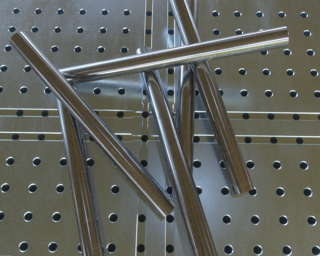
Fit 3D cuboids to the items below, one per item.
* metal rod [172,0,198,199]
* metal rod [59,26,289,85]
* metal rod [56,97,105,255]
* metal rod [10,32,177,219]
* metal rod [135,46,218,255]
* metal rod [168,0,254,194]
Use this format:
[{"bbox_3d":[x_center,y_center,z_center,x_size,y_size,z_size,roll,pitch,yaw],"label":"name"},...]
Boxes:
[{"bbox_3d":[0.037,-0.054,0.431,0.025,0.025,0.299,4,70,1],"label":"metal rod"},{"bbox_3d":[0.006,-0.090,0.405,0.301,0.025,0.025,-8,70,13],"label":"metal rod"},{"bbox_3d":[-0.095,0.083,0.380,0.025,0.025,0.299,-14,71,-5],"label":"metal rod"},{"bbox_3d":[-0.089,-0.009,0.394,0.025,0.025,0.300,-41,83,-13],"label":"metal rod"},{"bbox_3d":[0.014,0.017,0.383,0.025,0.025,0.299,-14,62,-5],"label":"metal rod"},{"bbox_3d":[0.062,-0.061,0.414,0.025,0.025,0.299,-16,78,-6],"label":"metal rod"}]
